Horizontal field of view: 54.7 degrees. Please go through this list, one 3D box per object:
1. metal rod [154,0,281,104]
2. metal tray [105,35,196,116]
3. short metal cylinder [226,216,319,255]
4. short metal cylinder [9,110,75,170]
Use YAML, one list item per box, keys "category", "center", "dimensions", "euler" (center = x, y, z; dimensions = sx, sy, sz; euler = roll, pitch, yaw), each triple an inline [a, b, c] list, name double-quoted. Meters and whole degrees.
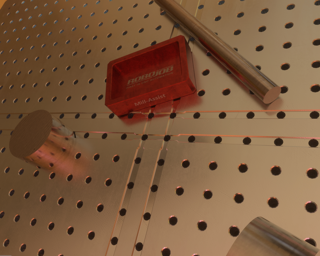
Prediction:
- category: "metal rod"
  center: [0.066, -0.135, 0.456]
  dimensions: [0.025, 0.025, 0.300]
  euler: [-37, 51, 4]
- category: "metal tray"
  center: [-0.017, -0.077, 0.461]
  dimensions: [0.130, 0.030, 0.090]
  euler: [-16, 55, 19]
- category: "short metal cylinder"
  center: [0.088, 0.121, 0.253]
  dimensions: [0.050, 0.080, 0.080]
  euler: [26, 76, 37]
- category: "short metal cylinder"
  center: [-0.180, 0.019, 0.476]
  dimensions: [0.080, 0.050, 0.080]
  euler: [-13, 56, 21]
